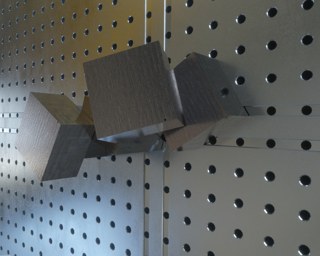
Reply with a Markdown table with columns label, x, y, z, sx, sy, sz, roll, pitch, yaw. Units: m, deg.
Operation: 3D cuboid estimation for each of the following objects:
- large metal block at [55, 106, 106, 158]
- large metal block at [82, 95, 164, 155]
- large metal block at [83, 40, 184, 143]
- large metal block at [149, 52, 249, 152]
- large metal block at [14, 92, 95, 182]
| label | x | y | z | sx | sy | sz | roll | pitch | yaw |
| --- | --- | --- | --- | --- | --- | --- | --- | --- | --- |
| large metal block | -0.134 | 0.009 | 0.481 | 0.050 | 0.081 | 0.080 | -8 | 85 | 39 |
| large metal block | -0.048 | -0.006 | 0.410 | 0.080 | 0.081 | 0.050 | 24 | 105 | 37 |
| large metal block | -0.026 | -0.034 | 0.323 | 0.080 | 0.050 | 0.080 | -14 | 80 | 9 |
| large metal block | 0.040 | -0.027 | 0.358 | 0.080 | 0.050 | 0.080 | -37 | 68 | 33 |
| large metal block | -0.136 | 0.009 | 0.397 | 0.080 | 0.050 | 0.079 | 38 | 113 | 33 |
